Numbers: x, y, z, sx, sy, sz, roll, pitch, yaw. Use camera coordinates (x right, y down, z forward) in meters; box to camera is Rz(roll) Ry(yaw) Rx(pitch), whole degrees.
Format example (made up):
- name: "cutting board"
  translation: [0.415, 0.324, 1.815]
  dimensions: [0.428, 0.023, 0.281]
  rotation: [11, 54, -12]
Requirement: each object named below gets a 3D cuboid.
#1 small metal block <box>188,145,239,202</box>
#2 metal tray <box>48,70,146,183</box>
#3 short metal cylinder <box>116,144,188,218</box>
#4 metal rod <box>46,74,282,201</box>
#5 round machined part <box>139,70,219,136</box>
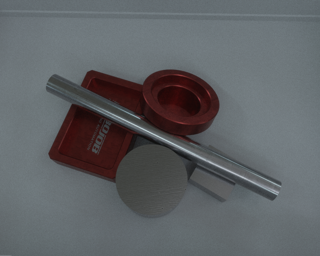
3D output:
- name: "small metal block"
  translation: [0.070, 0.057, 0.388]
  dimensions: [0.050, 0.025, 0.050]
  rotation: [30, 72, 10]
- name: "metal tray"
  translation: [-0.074, -0.004, 0.405]
  dimensions: [0.090, 0.030, 0.130]
  rotation: [18, 71, 6]
- name: "short metal cylinder"
  translation: [-0.009, 0.065, 0.370]
  dimensions: [0.081, 0.050, 0.080]
  rotation: [0, 70, 0]
- name: "metal rod"
  translation: [-0.001, 0.008, 0.374]
  dimensions: [0.301, 0.025, 0.025]
  rotation: [26, 72, 6]
- name: "round machined part"
  translation: [0.022, -0.028, 0.396]
  dimensions: [0.099, 0.042, 0.098]
  rotation: [9, 47, -10]
